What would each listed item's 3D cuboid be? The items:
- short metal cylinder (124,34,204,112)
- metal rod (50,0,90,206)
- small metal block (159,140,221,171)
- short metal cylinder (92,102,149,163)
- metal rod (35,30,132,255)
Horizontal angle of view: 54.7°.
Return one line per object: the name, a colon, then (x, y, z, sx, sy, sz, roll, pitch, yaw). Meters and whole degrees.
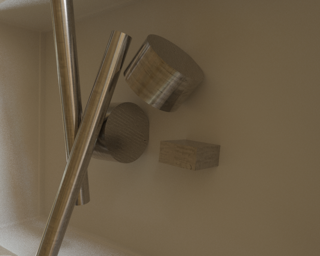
short metal cylinder: (0.005, -0.064, 0.365, 0.050, 0.081, 0.080, -50, 61, 28)
metal rod: (-0.109, -0.049, 0.375, 0.025, 0.025, 0.298, 9, 107, 39)
small metal block: (0.035, 0.030, 0.360, 0.050, 0.050, 0.025, 8, 96, 39)
short metal cylinder: (-0.060, 0.005, 0.418, 0.050, 0.081, 0.079, 2, 92, 40)
metal rod: (-0.094, 0.031, 0.370, 0.025, 0.025, 0.298, 21, 93, 38)
